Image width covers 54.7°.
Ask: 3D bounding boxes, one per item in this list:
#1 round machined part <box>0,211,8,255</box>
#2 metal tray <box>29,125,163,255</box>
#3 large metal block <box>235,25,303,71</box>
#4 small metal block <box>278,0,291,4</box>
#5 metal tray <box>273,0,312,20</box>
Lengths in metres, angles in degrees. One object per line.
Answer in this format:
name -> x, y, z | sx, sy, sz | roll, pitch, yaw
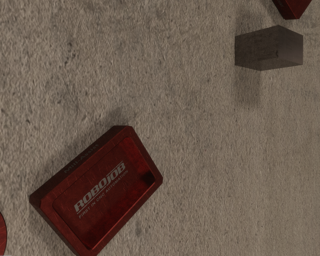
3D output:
round machined part -> -0.175, 0.098, 0.248 | 0.099, 0.042, 0.097 | 0, 90, -40
metal tray -> -0.064, 0.068, 0.349 | 0.131, 0.030, 0.090 | -44, 117, -31
large metal block -> 0.185, -0.132, 0.527 | 0.081, 0.080, 0.050 | 1, 90, -40
small metal block -> 0.257, -0.285, 0.623 | 0.050, 0.025, 0.050 | -36, 112, -35
metal tray -> 0.249, -0.286, 0.596 | 0.130, 0.030, 0.090 | 38, 84, -33
